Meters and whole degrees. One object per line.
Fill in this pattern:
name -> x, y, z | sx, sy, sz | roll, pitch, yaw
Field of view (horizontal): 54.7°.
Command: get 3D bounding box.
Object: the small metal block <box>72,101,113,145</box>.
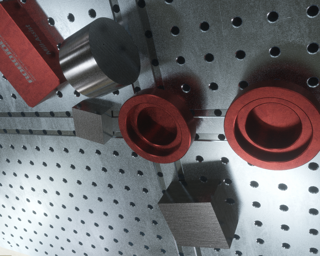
small metal block -> -0.099, -0.008, 0.459 | 0.050, 0.025, 0.050 | 14, 125, 20

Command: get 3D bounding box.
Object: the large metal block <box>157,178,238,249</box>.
large metal block -> 0.055, 0.122, 0.441 | 0.080, 0.050, 0.080 | -10, 113, 32

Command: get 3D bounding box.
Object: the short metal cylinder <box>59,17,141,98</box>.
short metal cylinder -> -0.068, -0.080, 0.362 | 0.050, 0.080, 0.080 | -17, 110, 35

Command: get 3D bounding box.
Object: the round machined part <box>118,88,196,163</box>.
round machined part -> 0.000, -0.006, 0.397 | 0.098, 0.042, 0.097 | 13, 124, 21

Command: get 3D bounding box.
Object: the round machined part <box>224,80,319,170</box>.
round machined part -> 0.122, -0.006, 0.332 | 0.098, 0.042, 0.097 | 13, 124, 21

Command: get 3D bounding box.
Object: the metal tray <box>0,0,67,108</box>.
metal tray -> -0.198, -0.104, 0.448 | 0.090, 0.030, 0.130 | -27, 104, 37
